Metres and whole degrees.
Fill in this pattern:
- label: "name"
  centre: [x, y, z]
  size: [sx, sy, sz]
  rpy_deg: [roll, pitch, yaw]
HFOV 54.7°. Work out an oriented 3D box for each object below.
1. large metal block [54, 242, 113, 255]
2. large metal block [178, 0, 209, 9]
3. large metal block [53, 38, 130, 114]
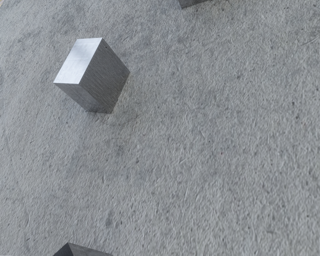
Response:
- label: "large metal block"
  centre: [-0.088, 0.169, 0.311]
  size: [0.080, 0.080, 0.050]
  rpy_deg: [-43, 51, -1]
- label: "large metal block"
  centre: [0.066, -0.254, 0.509]
  size: [0.080, 0.050, 0.080]
  rpy_deg: [-9, 58, 23]
- label: "large metal block"
  centre: [-0.099, -0.077, 0.468]
  size: [0.050, 0.080, 0.080]
  rpy_deg: [7, 65, 31]
